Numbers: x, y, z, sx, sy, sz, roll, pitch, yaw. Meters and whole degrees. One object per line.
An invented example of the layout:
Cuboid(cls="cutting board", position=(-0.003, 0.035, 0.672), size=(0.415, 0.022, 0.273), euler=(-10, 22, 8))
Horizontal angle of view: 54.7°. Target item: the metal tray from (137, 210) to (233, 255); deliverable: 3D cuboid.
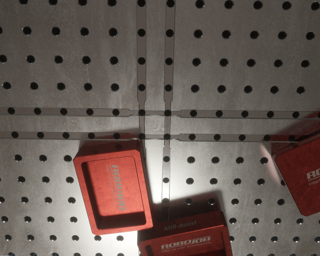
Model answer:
Cuboid(cls="metal tray", position=(0.039, 0.178, 0.469), size=(0.131, 0.030, 0.089), euler=(-13, 120, 4))

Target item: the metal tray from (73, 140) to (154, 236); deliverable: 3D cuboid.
Cuboid(cls="metal tray", position=(-0.062, 0.087, 0.441), size=(0.091, 0.030, 0.129), euler=(-8, 110, 2))

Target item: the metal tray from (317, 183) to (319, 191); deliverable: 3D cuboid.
Cuboid(cls="metal tray", position=(0.285, 0.104, 0.453), size=(0.090, 0.030, 0.130), euler=(-27, 108, 9))

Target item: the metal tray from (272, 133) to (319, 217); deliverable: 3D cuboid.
Cuboid(cls="metal tray", position=(0.231, 0.051, 0.411), size=(0.130, 0.030, 0.090), euler=(-26, 88, 13))
